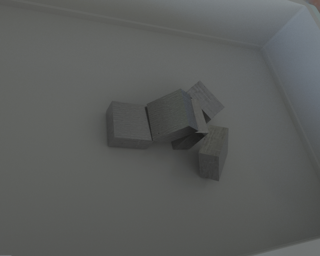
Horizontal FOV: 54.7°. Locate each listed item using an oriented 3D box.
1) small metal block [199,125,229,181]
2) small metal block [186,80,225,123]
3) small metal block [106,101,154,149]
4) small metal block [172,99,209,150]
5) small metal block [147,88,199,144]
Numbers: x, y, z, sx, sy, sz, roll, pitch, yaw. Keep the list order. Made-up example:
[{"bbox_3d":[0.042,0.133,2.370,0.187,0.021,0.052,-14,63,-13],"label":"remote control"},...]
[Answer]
[{"bbox_3d":[0.071,0.033,0.404,0.025,0.050,0.050,11,48,20],"label":"small metal block"},{"bbox_3d":[0.060,-0.035,0.440,0.025,0.050,0.050,-41,85,-7],"label":"small metal block"},{"bbox_3d":[-0.038,-0.003,0.385,0.050,0.025,0.050,6,59,-25],"label":"small metal block"},{"bbox_3d":[0.034,-0.004,0.411,0.025,0.050,0.050,1,61,-28],"label":"small metal block"},{"bbox_3d":[0.015,-0.013,0.382,0.025,0.050,0.050,26,48,-54],"label":"small metal block"}]
